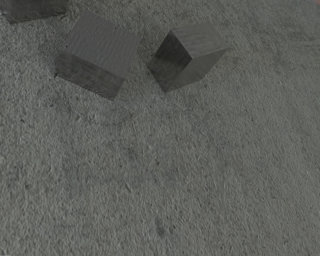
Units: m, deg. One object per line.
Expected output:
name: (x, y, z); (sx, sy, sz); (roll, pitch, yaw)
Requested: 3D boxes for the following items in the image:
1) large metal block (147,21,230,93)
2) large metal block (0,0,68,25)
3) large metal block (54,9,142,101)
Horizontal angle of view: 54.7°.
large metal block: (0.040, -0.103, 0.453); (0.081, 0.080, 0.050); (-25, 76, -37)
large metal block: (-0.178, -0.191, 0.409); (0.081, 0.050, 0.080); (-30, 78, -38)
large metal block: (-0.079, -0.094, 0.402); (0.080, 0.050, 0.080); (25, 53, -13)
